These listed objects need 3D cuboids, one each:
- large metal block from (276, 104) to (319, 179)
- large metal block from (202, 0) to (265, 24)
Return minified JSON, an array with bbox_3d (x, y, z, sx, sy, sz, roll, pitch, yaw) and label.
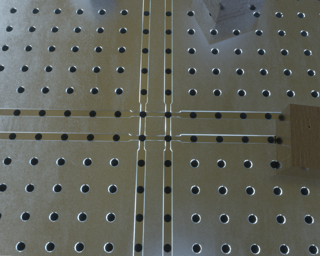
[{"bbox_3d":[0.197,0.020,0.394,0.080,0.050,0.080,7,70,2],"label":"large metal block"},{"bbox_3d":[0.110,-0.221,0.481,0.080,0.050,0.080,-21,72,-8],"label":"large metal block"}]
